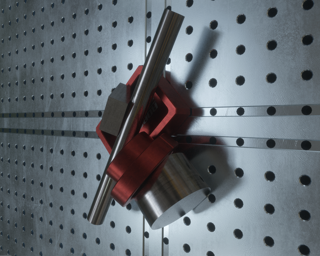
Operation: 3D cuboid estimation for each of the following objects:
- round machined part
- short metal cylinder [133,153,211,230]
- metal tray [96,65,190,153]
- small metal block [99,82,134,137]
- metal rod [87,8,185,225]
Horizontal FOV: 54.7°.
[{"bbox_3d":[-0.025,0.042,0.367,0.042,0.098,0.097,41,116,8],"label":"round machined part"},{"bbox_3d":[0.011,0.074,0.361,0.080,0.081,0.050,-51,61,28],"label":"short metal cylinder"},{"bbox_3d":[-0.029,-0.009,0.427,0.129,0.030,0.090,-50,61,28],"label":"metal tray"},{"bbox_3d":[-0.054,-0.025,0.407,0.025,0.050,0.050,22,119,-1],"label":"small metal block"},{"bbox_3d":[-0.038,-0.001,0.399,0.025,0.025,0.298,35,111,34],"label":"metal rod"}]
